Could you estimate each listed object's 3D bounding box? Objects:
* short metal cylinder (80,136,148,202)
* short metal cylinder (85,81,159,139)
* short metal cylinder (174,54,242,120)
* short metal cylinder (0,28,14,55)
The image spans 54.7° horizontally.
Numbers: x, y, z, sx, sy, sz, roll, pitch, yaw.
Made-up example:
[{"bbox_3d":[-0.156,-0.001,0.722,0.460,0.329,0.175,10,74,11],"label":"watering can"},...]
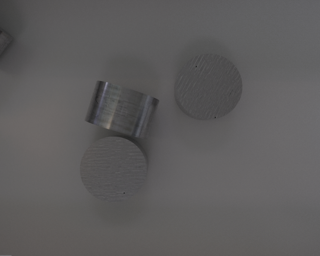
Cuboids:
[{"bbox_3d":[-0.056,0.050,0.398,0.081,0.050,0.080,0,90,0],"label":"short metal cylinder"},{"bbox_3d":[-0.046,-0.022,0.383,0.080,0.080,0.050,17,90,0],"label":"short metal cylinder"},{"bbox_3d":[0.059,-0.050,0.399,0.081,0.050,0.080,0,90,0],"label":"short metal cylinder"},{"bbox_3d":[-0.233,-0.118,0.382,0.080,0.080,0.050,37,90,0],"label":"short metal cylinder"}]
